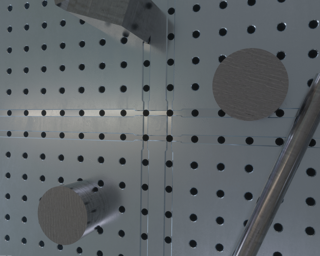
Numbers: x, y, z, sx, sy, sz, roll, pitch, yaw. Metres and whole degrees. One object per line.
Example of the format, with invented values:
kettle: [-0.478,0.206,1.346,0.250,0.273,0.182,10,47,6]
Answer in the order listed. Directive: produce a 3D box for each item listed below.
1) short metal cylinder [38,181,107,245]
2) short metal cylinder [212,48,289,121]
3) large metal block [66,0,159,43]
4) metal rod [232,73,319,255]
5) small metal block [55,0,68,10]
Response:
short metal cylinder: [-0.125,0.119,0.443,0.080,0.050,0.079,0,90,20]
short metal cylinder: [0.106,-0.048,0.362,0.080,0.050,0.079,0,90,20]
large metal block: [-0.058,-0.155,0.404,0.080,0.080,0.050,21,97,18]
metal rod: [0.132,0.081,0.365,0.025,0.025,0.298,24,98,18]
small metal block: [-0.132,-0.211,0.459,0.050,0.025,0.050,-15,85,19]
